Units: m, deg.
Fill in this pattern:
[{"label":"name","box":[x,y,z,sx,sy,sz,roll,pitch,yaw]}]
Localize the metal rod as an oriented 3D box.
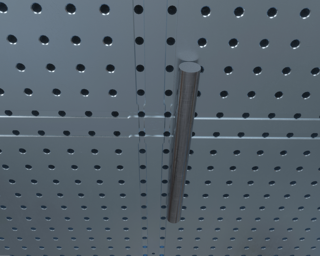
[{"label":"metal rod","box":[0.029,0.044,0.449,0.025,0.025,0.298,1,130,-2]}]
